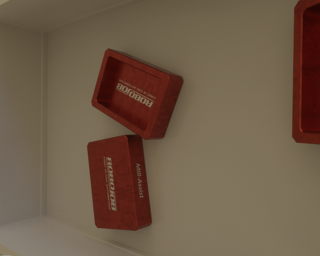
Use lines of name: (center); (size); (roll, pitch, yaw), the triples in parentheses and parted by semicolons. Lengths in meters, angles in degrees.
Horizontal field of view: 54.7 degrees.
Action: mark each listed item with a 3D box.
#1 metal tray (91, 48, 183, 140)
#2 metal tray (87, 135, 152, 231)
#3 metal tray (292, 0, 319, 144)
metal tray: (-0.037, -0.050, 0.434); (0.130, 0.030, 0.089); (30, 109, 36)
metal tray: (-0.062, 0.079, 0.455); (0.090, 0.030, 0.129); (-12, 82, 39)
metal tray: (0.154, -0.050, 0.251); (0.090, 0.030, 0.129); (-178, 88, -66)
